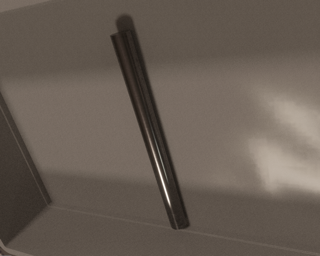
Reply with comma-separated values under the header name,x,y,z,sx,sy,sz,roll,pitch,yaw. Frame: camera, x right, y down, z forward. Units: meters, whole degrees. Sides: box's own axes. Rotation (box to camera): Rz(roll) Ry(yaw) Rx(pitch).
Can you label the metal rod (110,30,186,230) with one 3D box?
name,x,y,z,sx,sy,sz,roll,pitch,yaw
metal rod,-0.009,0.019,0.423,0.025,0.025,0.298,-2,118,29
